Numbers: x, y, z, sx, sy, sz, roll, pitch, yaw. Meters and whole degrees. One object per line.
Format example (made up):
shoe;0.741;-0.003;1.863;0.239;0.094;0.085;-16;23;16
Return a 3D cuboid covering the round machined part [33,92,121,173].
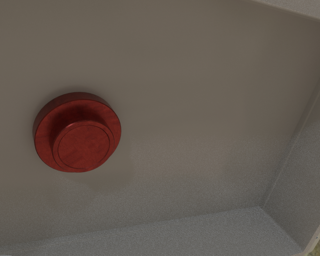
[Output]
round machined part;-0.091;0.012;0.355;0.099;0.042;0.097;-14;124;-21
